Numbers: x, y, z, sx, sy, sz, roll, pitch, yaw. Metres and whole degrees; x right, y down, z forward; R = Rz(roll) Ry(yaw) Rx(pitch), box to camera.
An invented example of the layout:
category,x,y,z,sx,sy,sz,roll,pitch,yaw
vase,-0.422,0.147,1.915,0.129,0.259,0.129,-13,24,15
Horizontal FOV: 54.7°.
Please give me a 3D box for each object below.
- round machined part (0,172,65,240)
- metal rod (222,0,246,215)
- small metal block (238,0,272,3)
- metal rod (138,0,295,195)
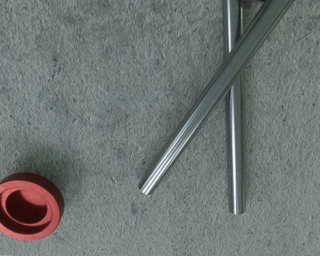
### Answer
category,x,y,z,sx,sy,sz,roll,pitch,yaw
round machined part,-0.184,0.105,0.437,0.099,0.042,0.097,0,110,-1
metal rod,0.098,-0.019,0.404,0.025,0.025,0.298,-6,110,2
small metal block,0.114,-0.164,0.338,0.050,0.025,0.050,-9,115,-35
metal rod,0.055,-0.027,0.381,0.025,0.025,0.298,29,114,-11
